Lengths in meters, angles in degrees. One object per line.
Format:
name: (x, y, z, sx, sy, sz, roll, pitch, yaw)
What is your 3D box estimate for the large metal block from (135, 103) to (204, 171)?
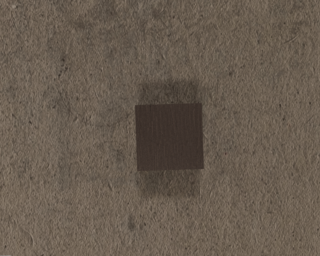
large metal block: (0.011, 0.011, 0.398, 0.081, 0.050, 0.079, -2, 90, -1)
